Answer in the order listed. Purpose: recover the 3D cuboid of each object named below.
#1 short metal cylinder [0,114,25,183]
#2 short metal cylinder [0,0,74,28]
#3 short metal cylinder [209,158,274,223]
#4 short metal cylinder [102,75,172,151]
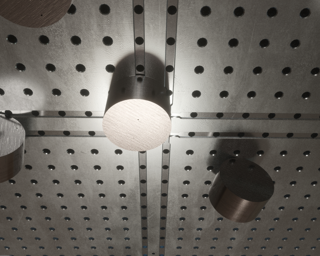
[{"bbox_3d":[-0.216,0.025,0.394,0.081,0.080,0.050,13,129,-12],"label":"short metal cylinder"},{"bbox_3d":[-0.114,-0.138,0.276,0.081,0.050,0.079,-1,130,0],"label":"short metal cylinder"},{"bbox_3d":[0.118,0.090,0.454,0.081,0.080,0.050,9,130,-8],"label":"short metal cylinder"},{"bbox_3d":[-0.027,-0.017,0.380,0.081,0.050,0.079,-1,130,0],"label":"short metal cylinder"}]
